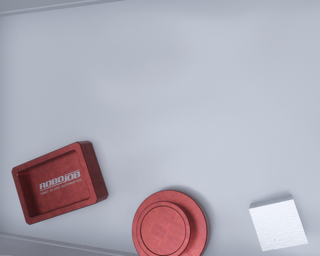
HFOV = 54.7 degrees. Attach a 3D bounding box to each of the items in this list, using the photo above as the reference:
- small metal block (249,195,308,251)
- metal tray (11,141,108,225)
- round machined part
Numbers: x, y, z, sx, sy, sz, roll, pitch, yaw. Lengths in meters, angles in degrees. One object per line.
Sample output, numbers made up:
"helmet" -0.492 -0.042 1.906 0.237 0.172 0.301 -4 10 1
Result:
"small metal block" 0.137 0.111 0.362 0.050 0.025 0.050 -19 84 18
"metal tray" -0.150 0.081 0.459 0.130 0.030 0.090 -21 83 18
"round machined part" 0.010 0.126 0.384 0.098 0.042 0.098 -5 72 18
